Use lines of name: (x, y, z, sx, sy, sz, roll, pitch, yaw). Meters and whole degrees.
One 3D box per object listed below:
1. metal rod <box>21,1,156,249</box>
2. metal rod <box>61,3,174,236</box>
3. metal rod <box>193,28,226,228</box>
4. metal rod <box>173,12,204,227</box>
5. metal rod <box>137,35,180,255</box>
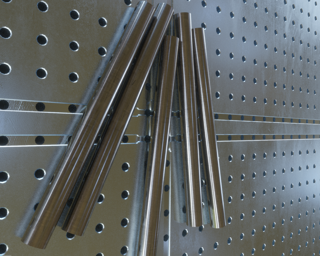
metal rod: (-0.071, -0.019, 0.348, 0.025, 0.025, 0.300, 34, 69, -35)
metal rod: (-0.043, -0.024, 0.372, 0.025, 0.025, 0.300, 32, 70, -35)
metal rod: (0.071, 0.004, 0.467, 0.025, 0.025, 0.298, -13, 98, -39)
metal rod: (0.041, -0.009, 0.442, 0.025, 0.025, 0.298, -7, 94, -40)
metal rod: (-0.002, 0.027, 0.406, 0.025, 0.025, 0.299, 11, 83, -40)
